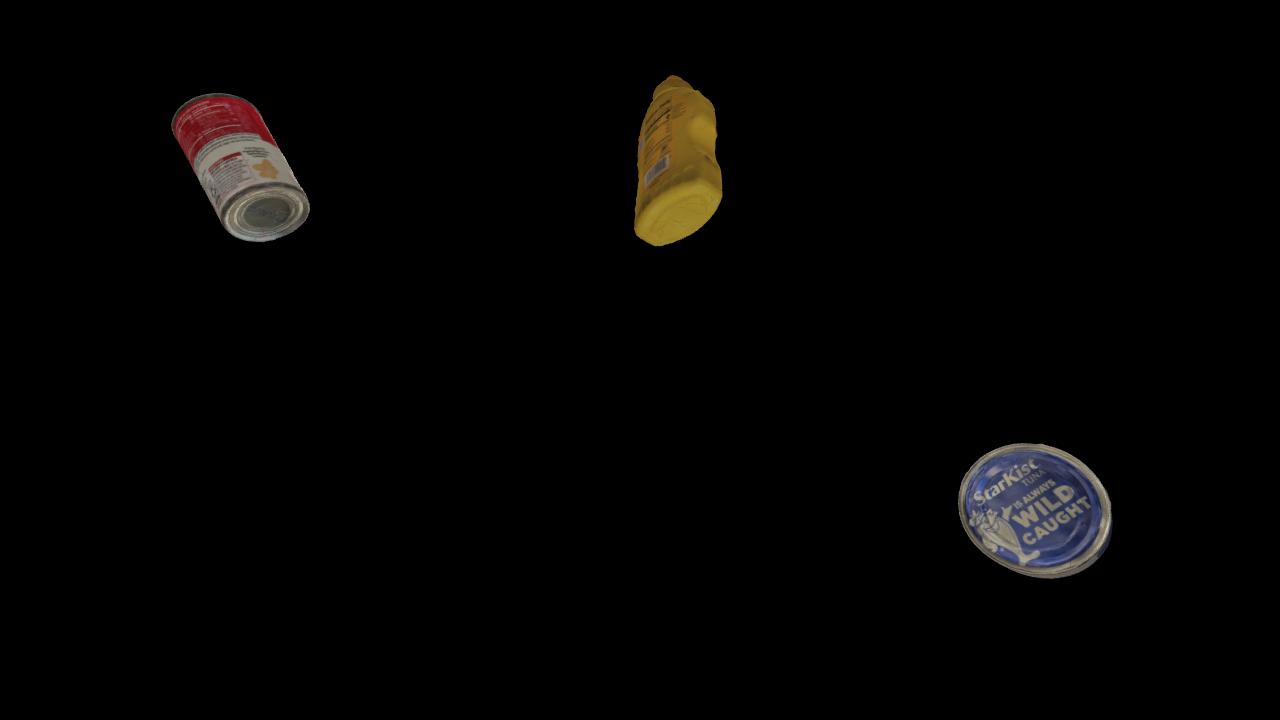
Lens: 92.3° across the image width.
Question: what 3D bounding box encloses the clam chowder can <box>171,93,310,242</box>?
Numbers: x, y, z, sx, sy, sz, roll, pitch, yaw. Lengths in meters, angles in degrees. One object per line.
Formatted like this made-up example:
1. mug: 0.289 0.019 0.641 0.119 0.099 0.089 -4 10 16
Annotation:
1. clam chowder can: -0.327 -0.157 0.507 0.068 0.102 0.068 -32 -13 -9

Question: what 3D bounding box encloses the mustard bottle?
1. mustard bottle: 0.033 -0.202 0.575 0.054 0.184 0.092 18 -35 -28

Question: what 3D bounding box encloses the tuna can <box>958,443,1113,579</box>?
1. tuna can: 0.260 0.099 0.406 0.084 0.084 0.034 0 -21 40
